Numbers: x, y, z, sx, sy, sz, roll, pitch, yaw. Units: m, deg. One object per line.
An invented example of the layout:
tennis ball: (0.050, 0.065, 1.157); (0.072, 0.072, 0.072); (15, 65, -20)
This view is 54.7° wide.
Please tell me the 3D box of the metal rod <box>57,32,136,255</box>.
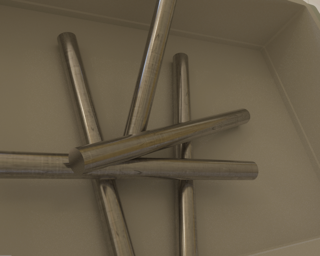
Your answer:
metal rod: (-0.078, 0.012, 0.357); (0.025, 0.025, 0.299); (-6, 65, -31)

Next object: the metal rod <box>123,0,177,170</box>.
metal rod: (-0.008, -0.088, 0.379); (0.025, 0.025, 0.299); (16, 80, -20)

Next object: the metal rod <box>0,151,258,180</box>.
metal rod: (-0.016, 0.044, 0.338); (0.302, 0.025, 0.025); (5, 60, -26)

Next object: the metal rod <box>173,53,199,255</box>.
metal rod: (0.031, 0.017, 0.413); (0.025, 0.025, 0.299); (14, 56, -21)

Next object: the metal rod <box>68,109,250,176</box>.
metal rod: (0.029, 0.005, 0.379); (0.302, 0.025, 0.025); (-13, 68, -46)
